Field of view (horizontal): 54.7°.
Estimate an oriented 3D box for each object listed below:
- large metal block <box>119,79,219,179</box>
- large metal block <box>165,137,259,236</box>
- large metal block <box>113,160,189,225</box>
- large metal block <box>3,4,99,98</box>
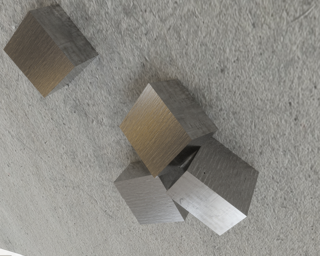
[{"bbox_3d":[0.007,0.000,0.370,0.080,0.050,0.080,54,131,17],"label":"large metal block"},{"bbox_3d":[0.066,0.066,0.377,0.080,0.080,0.050,38,129,2],"label":"large metal block"},{"bbox_3d":[-0.006,0.090,0.450,0.080,0.050,0.080,-17,110,35],"label":"large metal block"},{"bbox_3d":[-0.142,-0.099,0.404,0.080,0.050,0.080,-31,101,38],"label":"large metal block"}]
